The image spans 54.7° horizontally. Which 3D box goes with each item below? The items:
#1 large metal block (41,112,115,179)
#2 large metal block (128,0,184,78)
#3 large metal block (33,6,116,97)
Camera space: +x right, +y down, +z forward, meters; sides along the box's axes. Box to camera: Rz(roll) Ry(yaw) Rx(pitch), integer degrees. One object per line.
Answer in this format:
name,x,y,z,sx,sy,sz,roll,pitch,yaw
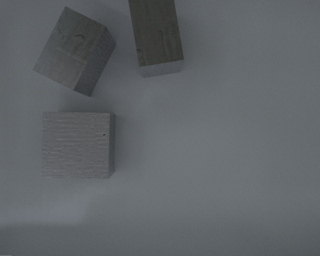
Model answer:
large metal block,-0.102,0.021,0.398,0.081,0.050,0.080,1,90,0
large metal block,-0.005,-0.111,0.384,0.050,0.080,0.080,-9,90,0
large metal block,-0.100,-0.089,0.383,0.050,0.080,0.080,27,90,0
